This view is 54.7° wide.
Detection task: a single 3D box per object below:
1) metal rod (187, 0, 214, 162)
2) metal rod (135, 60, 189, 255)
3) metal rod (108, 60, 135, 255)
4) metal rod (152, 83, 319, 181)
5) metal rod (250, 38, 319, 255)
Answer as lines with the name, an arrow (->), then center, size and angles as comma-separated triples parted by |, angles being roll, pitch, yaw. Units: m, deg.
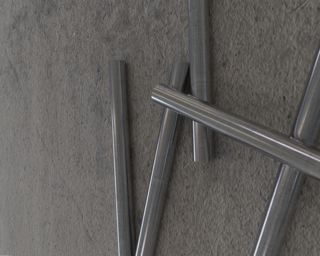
metal rod -> 0.046, -0.111, 0.366 | 0.025, 0.025, 0.298 | -3, 88, 40
metal rod -> 0.000, 0.064, 0.404 | 0.025, 0.025, 0.298 | 18, 102, 38
metal rod -> -0.055, 0.051, 0.450 | 0.025, 0.025, 0.298 | -6, 86, 40
metal rod -> 0.106, 0.016, 0.283 | 0.300, 0.025, 0.025 | 28, 108, 36
metal rod -> 0.125, 0.054, 0.301 | 0.025, 0.025, 0.298 | 22, 104, 38
